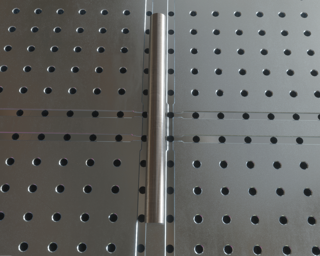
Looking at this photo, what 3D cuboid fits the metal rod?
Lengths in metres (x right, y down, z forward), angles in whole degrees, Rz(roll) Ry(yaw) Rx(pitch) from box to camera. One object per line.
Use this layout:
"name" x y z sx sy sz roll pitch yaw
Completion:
"metal rod" -0.005 -0.027 0.422 0.025 0.025 0.299 1 70 0
